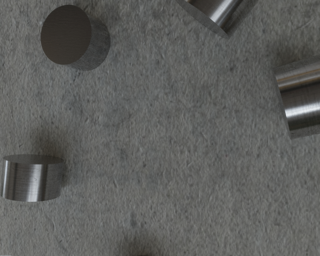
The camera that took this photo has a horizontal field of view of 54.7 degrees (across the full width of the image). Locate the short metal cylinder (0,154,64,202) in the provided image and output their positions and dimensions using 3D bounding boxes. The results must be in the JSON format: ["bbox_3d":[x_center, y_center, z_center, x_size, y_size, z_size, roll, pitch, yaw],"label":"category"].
[{"bbox_3d":[-0.181,0.069,0.442,0.080,0.080,0.050,7,93,19],"label":"short metal cylinder"}]

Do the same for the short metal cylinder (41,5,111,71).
[{"bbox_3d":[-0.118,-0.124,0.436,0.080,0.050,0.079,0,90,19],"label":"short metal cylinder"}]

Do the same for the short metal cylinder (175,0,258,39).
[{"bbox_3d":[0.064,-0.147,0.357,0.080,0.080,0.050,40,103,15],"label":"short metal cylinder"}]

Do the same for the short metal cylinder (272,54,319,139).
[{"bbox_3d":[0.154,-0.032,0.326,0.050,0.080,0.080,-14,85,19],"label":"short metal cylinder"}]
